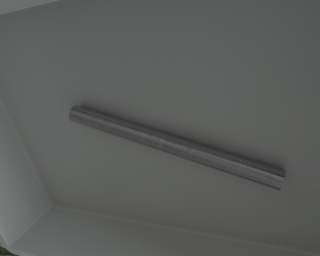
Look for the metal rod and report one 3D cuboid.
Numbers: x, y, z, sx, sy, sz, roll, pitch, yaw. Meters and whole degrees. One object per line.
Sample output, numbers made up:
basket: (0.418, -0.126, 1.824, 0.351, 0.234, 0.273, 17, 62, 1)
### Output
metal rod: (0.009, 0.020, 0.415, 0.301, 0.025, 0.025, 17, 125, 18)
